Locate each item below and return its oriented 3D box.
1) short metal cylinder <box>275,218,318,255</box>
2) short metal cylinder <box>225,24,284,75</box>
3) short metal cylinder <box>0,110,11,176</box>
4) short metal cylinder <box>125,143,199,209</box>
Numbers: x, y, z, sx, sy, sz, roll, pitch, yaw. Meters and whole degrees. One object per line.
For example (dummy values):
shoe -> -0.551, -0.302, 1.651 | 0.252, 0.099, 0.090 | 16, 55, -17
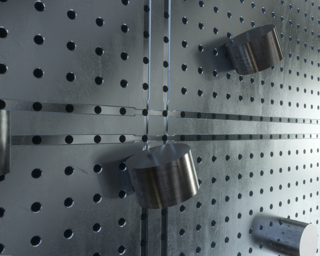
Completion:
short metal cylinder -> 0.279, 0.230, 0.632 | 0.081, 0.050, 0.079 | 0, 90, -40
short metal cylinder -> 0.154, -0.128, 0.505 | 0.080, 0.080, 0.050 | -41, 115, -33
short metal cylinder -> -0.160, 0.011, 0.240 | 0.081, 0.080, 0.050 | 0, 90, -40
short metal cylinder -> 0.003, 0.056, 0.378 | 0.081, 0.080, 0.050 | -24, 105, -38
